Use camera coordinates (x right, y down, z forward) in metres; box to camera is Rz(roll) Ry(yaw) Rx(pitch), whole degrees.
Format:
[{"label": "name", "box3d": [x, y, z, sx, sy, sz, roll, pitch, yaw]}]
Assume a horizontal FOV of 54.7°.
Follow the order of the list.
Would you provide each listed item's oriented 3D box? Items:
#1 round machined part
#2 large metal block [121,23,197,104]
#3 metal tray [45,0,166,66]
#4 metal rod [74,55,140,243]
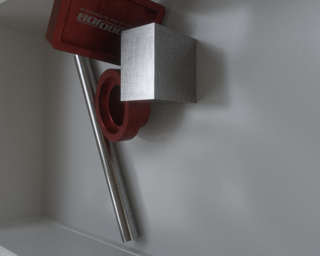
[{"label": "round machined part", "box3d": [-0.048, -0.032, 0.423, 0.098, 0.042, 0.097, 11, 104, 53]}, {"label": "large metal block", "box3d": [0.000, -0.070, 0.369, 0.050, 0.081, 0.079, 1, 90, 39]}, {"label": "metal tray", "box3d": [-0.065, -0.130, 0.387, 0.030, 0.131, 0.089, 40, 115, 48]}, {"label": "metal rod", "box3d": [-0.085, 0.020, 0.474, 0.025, 0.025, 0.299, -28, 73, 36]}]
